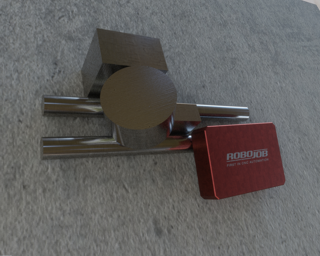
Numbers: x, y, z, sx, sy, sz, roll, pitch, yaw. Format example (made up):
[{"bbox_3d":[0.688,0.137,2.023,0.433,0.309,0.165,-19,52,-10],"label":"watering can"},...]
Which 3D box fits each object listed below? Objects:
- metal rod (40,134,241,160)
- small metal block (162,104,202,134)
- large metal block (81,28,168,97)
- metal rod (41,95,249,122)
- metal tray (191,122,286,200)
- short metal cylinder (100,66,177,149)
[{"bbox_3d":[0.008,0.021,0.399,0.303,0.025,0.025,0,62,-29],"label":"metal rod"},{"bbox_3d":[0.017,-0.008,0.404,0.050,0.050,0.025,1,62,-28],"label":"small metal block"},{"bbox_3d":[-0.048,-0.072,0.390,0.081,0.080,0.050,1,62,-28],"label":"large metal block"},{"bbox_3d":[0.001,-0.024,0.422,0.303,0.025,0.025,1,62,-28],"label":"metal rod"},{"bbox_3d":[0.109,0.041,0.419,0.131,0.030,0.090,-3,81,-31],"label":"metal tray"},{"bbox_3d":[-0.023,-0.023,0.346,0.081,0.050,0.080,1,63,-1],"label":"short metal cylinder"}]
